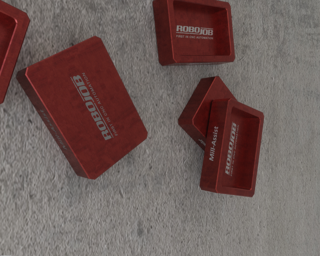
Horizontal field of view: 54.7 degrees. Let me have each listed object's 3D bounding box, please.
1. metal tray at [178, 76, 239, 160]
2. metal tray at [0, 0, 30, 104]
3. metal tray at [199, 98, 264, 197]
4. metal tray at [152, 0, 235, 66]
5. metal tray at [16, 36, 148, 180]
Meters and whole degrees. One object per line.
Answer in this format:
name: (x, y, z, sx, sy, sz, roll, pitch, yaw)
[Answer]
metal tray: (0.093, -0.005, 0.479, 0.130, 0.030, 0.090, 45, 63, -31)
metal tray: (-0.184, -0.078, 0.246, 0.131, 0.030, 0.090, 21, 77, -38)
metal tray: (0.107, 0.031, 0.450, 0.091, 0.030, 0.129, 16, 80, -39)
metal tray: (0.053, -0.137, 0.444, 0.131, 0.030, 0.089, -11, 97, -39)
metal tray: (-0.077, -0.021, 0.336, 0.091, 0.030, 0.129, -39, 114, -33)
